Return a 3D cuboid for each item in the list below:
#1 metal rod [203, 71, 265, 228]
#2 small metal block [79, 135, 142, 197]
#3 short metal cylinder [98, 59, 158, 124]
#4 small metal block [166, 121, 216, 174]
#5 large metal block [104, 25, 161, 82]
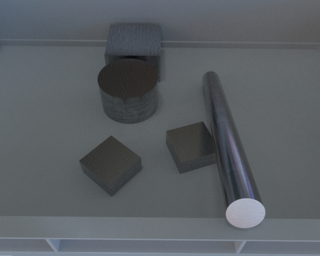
[{"bbox_3d":[0.066,-0.009,0.336,0.025,0.025,0.301,4,26,3],"label":"metal rod"},{"bbox_3d":[-0.058,0.044,0.367,0.050,0.025,0.050,34,58,25],"label":"small metal block"},{"bbox_3d":[-0.043,-0.052,0.432,0.081,0.050,0.080,0,50,0],"label":"short metal cylinder"},{"bbox_3d":[0.040,0.024,0.386,0.050,0.025,0.050,-15,52,-13],"label":"small metal block"},{"bbox_3d":[-0.039,-0.118,0.488,0.081,0.050,0.080,1,50,0],"label":"large metal block"}]
